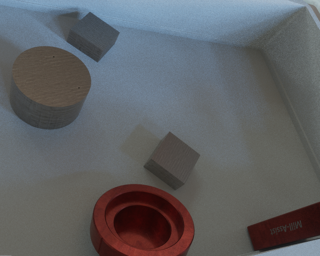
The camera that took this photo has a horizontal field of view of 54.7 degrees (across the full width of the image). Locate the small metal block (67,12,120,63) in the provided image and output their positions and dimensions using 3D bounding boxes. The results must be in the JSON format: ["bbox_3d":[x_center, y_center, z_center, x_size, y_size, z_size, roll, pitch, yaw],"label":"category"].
[{"bbox_3d":[-0.093,-0.128,0.435,0.050,0.025,0.050,34,51,-7],"label":"small metal block"}]

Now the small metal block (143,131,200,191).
[{"bbox_3d":[0.016,0.041,0.391,0.050,0.025,0.050,38,51,-3],"label":"small metal block"}]

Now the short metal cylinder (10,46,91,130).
[{"bbox_3d":[-0.124,-0.045,0.351,0.081,0.050,0.080,14,56,-21],"label":"short metal cylinder"}]

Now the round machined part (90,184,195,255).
[{"bbox_3d":[-0.019,0.103,0.305,0.099,0.042,0.098,13,27,-6],"label":"round machined part"}]

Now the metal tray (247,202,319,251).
[{"bbox_3d":[0.181,0.113,0.369,0.091,0.129,0.030,1,62,-28],"label":"metal tray"}]
